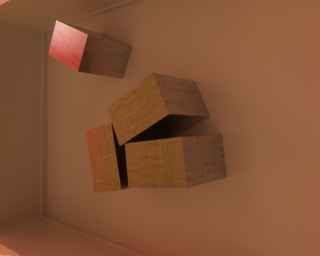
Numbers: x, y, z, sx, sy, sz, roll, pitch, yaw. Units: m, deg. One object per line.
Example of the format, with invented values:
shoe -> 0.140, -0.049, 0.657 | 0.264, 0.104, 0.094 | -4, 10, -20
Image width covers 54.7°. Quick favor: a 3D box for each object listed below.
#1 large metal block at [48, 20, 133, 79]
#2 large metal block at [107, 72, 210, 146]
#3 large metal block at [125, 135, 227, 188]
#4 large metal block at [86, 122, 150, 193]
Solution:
large metal block -> -0.102, -0.114, 0.455 | 0.080, 0.081, 0.050 | 32, 110, 35
large metal block -> -0.001, -0.019, 0.372 | 0.080, 0.081, 0.050 | -32, 70, 35
large metal block -> 0.019, 0.038, 0.356 | 0.080, 0.081, 0.050 | -9, 85, 40
large metal block -> -0.044, 0.037, 0.407 | 0.050, 0.081, 0.080 | -16, 80, 39
